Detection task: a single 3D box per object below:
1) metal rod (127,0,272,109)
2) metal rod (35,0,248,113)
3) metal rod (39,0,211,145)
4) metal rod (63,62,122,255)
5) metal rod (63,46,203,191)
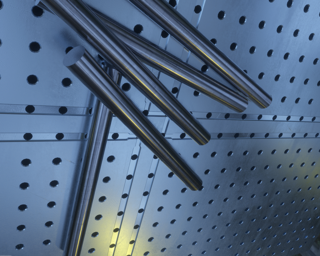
[{"bbox_3d":[0.056,-0.096,0.383,0.301,0.025,0.025,28,103,-38],"label":"metal rod"},{"bbox_3d":[0.007,-0.078,0.367,0.302,0.025,0.025,21,107,-37],"label":"metal rod"},{"bbox_3d":[-0.017,-0.052,0.349,0.025,0.025,0.301,-46,136,4],"label":"metal rod"},{"bbox_3d":[-0.092,0.062,0.400,0.025,0.025,0.298,3,117,-30],"label":"metal rod"},{"bbox_3d":[-0.011,0.012,0.392,0.025,0.025,0.300,-41,136,0],"label":"metal rod"}]
